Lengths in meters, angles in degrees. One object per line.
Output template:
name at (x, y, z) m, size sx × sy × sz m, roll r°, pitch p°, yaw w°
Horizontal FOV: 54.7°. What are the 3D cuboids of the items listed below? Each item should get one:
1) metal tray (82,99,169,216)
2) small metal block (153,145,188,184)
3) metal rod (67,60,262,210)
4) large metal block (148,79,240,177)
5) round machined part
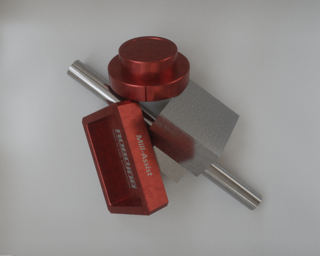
metal tray at (-0.046, 0.038, 0.378) m, size 0.030 × 0.090 × 0.129 m, roll -17°, pitch 90°, yaw -41°
small metal block at (0.008, 0.042, 0.397) m, size 0.050 × 0.050 × 0.025 m, roll 38°, pitch 90°, yaw -1°
metal rod at (0.007, 0.010, 0.410) m, size 0.301 × 0.025 × 0.025 m, roll 37°, pitch 90°, yaw -1°
large metal block at (0.040, -0.002, 0.378) m, size 0.080 × 0.050 × 0.080 m, roll 37°, pitch 47°, yaw 0°
round machined part at (-0.013, -0.077, 0.371) m, size 0.099 × 0.098 × 0.042 m, roll -2°, pitch 131°, yaw -1°
